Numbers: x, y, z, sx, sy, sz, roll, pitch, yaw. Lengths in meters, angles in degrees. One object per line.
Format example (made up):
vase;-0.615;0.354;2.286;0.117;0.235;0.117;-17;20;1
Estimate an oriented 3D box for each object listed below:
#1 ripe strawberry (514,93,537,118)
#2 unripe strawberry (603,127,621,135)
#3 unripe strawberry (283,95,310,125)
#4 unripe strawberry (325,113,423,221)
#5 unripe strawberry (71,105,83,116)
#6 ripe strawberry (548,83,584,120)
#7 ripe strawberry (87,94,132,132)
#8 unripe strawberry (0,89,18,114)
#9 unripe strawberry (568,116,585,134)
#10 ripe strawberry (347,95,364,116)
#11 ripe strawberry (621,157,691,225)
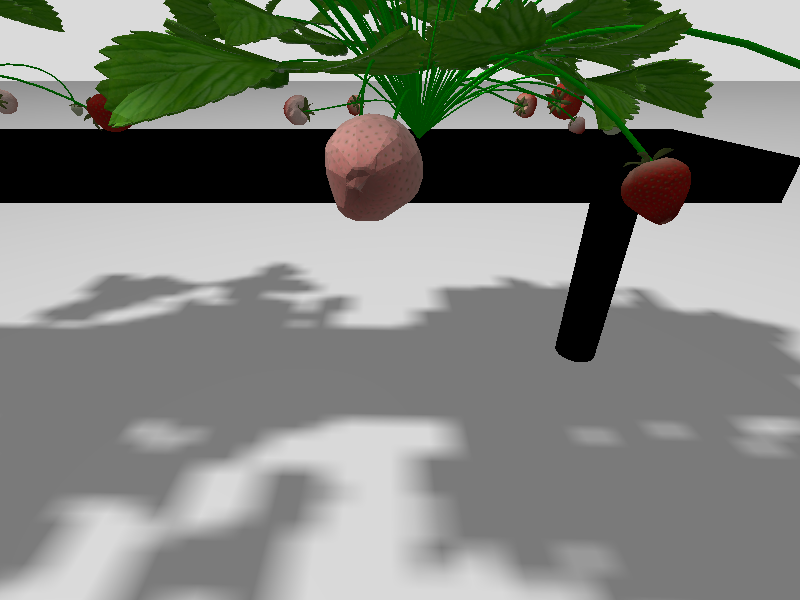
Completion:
ripe strawberry;0.147;-0.226;0.465;0.025;0.027;0.027;22;36;33
unripe strawberry;0.182;-0.149;0.341;0.018;0.017;0.016;11;28;-14
unripe strawberry;-0.102;-0.186;0.392;0.026;0.027;0.024;19;35;30
unripe strawberry;-0.010;-0.045;0.143;0.036;0.038;0.038;4;31;6
unripe strawberry;-0.347;-0.204;0.432;0.010;0.011;0.011;19;35;30
ripe strawberry;0.191;-0.227;0.456;0.040;0.039;0.037;-24;38;-36
ripe strawberry;-0.244;-0.160;0.342;0.035;0.030;0.035;-3;30;-7
unripe strawberry;-0.490;-0.246;0.497;0.027;0.028;0.029;-8;19;-13
unripe strawberry;0.152;-0.148;0.341;0.015;0.013;0.015;34;19;-25
ripe strawberry;-0.053;-0.227;0.469;0.019;0.022;0.021;-11;6;-19
ripe strawberry;0.095;-0.039;0.148;0.021;0.023;0.022;-11;-7;-19
